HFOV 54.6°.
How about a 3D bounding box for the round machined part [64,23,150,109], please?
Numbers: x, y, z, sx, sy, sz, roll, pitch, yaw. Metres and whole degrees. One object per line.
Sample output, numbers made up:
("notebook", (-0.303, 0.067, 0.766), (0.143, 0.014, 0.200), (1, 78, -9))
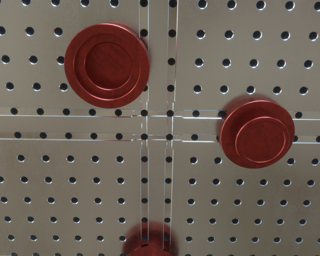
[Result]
("round machined part", (-0.061, -0.076, 0.376), (0.099, 0.042, 0.097), (0, 110, 0))

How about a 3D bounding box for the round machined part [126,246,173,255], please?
("round machined part", (-0.016, 0.226, 0.488), (0.099, 0.042, 0.097), (0, 110, 0))

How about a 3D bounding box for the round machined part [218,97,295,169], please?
("round machined part", (0.129, 0.011, 0.409), (0.099, 0.042, 0.097), (0, 110, 0))
